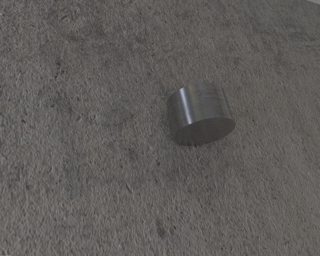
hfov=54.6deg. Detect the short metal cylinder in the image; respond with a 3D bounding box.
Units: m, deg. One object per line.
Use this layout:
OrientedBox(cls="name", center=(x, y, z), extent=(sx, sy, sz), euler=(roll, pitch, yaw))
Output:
OrientedBox(cls="short metal cylinder", center=(0.052, -0.016, 0.406), extent=(0.081, 0.080, 0.050), euler=(2, 61, -27))
